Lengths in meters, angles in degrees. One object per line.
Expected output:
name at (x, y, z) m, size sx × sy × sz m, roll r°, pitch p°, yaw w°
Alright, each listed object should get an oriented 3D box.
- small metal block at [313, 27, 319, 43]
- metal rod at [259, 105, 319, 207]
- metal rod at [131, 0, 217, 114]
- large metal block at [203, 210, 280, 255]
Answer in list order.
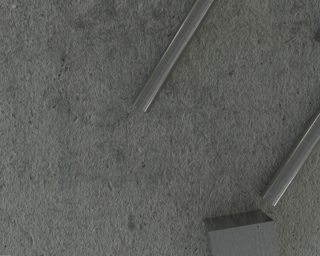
small metal block at (0.244, -0.132, 0.413) m, size 0.050 × 0.025 × 0.050 m, roll 30°, pitch 90°, yaw -1°
metal rod at (0.227, -0.026, 0.412) m, size 0.025 × 0.025 × 0.299 m, roll 34°, pitch 90°, yaw -1°
metal rod at (0.051, -0.153, 0.410) m, size 0.025 × 0.025 × 0.299 m, roll 31°, pitch 90°, yaw -1°
large metal block at (0.105, 0.158, 0.399) m, size 0.081 × 0.050 × 0.080 m, roll -9°, pitch 90°, yaw -1°
